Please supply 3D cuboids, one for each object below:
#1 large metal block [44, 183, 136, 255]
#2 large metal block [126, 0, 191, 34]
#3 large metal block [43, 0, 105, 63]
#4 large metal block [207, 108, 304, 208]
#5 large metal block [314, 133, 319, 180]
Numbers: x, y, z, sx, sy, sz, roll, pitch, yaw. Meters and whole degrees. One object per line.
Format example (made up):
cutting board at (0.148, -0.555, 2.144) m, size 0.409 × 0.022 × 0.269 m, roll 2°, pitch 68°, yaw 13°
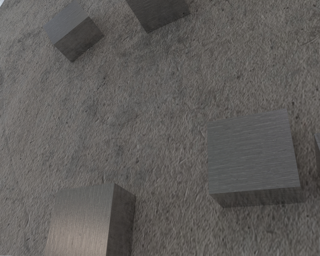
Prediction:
large metal block at (-0.078, 0.114, 0.359) m, size 0.080 × 0.050 × 0.080 m, roll -11°, pitch 57°, yaw 22°
large metal block at (-0.006, -0.214, 0.503) m, size 0.080 × 0.080 × 0.050 m, roll -20°, pitch 54°, yaw 16°
large metal block at (-0.164, -0.184, 0.587) m, size 0.080 × 0.050 × 0.080 m, roll -39°, pitch 51°, yaw 2°
large metal block at (0.096, 0.033, 0.317) m, size 0.080 × 0.050 × 0.080 m, roll -10°, pitch 57°, yaw 23°
large metal block at (0.165, 0.051, 0.251) m, size 0.050 × 0.080 × 0.080 m, roll -15°, pitch 56°, yaw 20°
